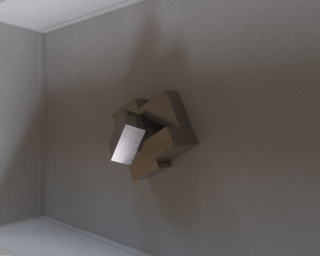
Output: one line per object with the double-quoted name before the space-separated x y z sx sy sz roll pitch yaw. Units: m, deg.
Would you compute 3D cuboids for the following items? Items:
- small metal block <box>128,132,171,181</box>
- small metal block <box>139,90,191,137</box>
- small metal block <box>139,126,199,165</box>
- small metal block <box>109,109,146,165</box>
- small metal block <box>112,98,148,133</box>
"small metal block" -0.019 0.038 0.418 0.050 0.025 0.050 -31 71 35
"small metal block" 0.005 -0.014 0.399 0.050 0.025 0.050 -31 71 35
"small metal block" 0.010 0.021 0.378 0.050 0.050 0.025 -34 69 34
"small metal block" -0.042 0.010 0.389 0.050 0.025 0.050 -115 46 -63
"small metal block" -0.035 -0.007 0.432 0.050 0.025 0.050 -31 71 35
